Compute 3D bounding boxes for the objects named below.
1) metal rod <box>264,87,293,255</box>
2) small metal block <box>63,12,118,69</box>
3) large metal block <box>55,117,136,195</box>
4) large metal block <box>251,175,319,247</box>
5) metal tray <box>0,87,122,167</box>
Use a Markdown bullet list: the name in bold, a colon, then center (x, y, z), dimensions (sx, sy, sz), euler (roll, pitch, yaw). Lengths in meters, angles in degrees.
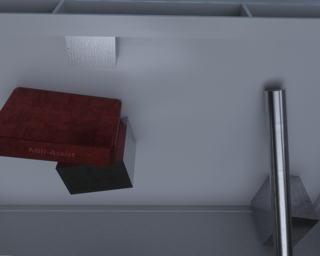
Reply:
- **metal rod**: center (0.161, 0.096, 0.411), dimensions (0.025, 0.025, 0.298), euler (-7, 105, 5)
- **small metal block**: center (-0.072, -0.093, 0.329), dimensions (0.050, 0.025, 0.050), euler (3, 130, -3)
- **large metal block**: center (-0.077, 0.035, 0.401), dimensions (0.080, 0.080, 0.050), euler (-8, 130, 6)
- **large metal block**: center (0.191, 0.129, 0.486), dimensions (0.050, 0.080, 0.079), euler (9, 130, -8)
- **metal tray**: center (-0.114, -0.003, 0.361), dimensions (0.131, 0.090, 0.030), euler (7, 130, -6)
